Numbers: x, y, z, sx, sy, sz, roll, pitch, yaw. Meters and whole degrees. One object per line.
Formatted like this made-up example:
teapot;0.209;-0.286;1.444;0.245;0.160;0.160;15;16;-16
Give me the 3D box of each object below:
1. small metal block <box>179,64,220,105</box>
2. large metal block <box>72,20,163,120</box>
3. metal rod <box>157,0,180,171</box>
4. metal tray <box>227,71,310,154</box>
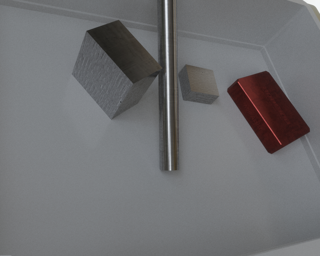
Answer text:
small metal block;0.060;-0.067;0.481;0.050;0.025;0.050;6;59;-25
large metal block;-0.056;-0.071;0.384;0.080;0.080;0.050;49;51;6
metal rod;0.010;-0.097;0.390;0.025;0.025;0.298;0;88;-29
metal tray;0.183;-0.030;0.522;0.091;0.030;0.130;-20;72;-36
